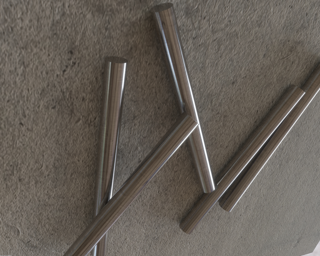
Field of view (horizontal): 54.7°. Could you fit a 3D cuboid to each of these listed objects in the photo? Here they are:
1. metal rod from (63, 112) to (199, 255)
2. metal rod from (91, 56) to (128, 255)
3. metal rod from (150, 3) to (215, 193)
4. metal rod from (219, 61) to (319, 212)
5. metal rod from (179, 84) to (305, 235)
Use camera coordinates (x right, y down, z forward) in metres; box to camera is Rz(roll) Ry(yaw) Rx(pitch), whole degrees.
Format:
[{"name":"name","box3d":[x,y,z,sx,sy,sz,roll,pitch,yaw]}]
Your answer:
[{"name":"metal rod","box3d":[-0.056,0.101,0.405,0.299,0.025,0.025,-50,129,6]},{"name":"metal rod","box3d":[-0.070,0.057,0.403,0.025,0.025,0.298,-5,121,-26]},{"name":"metal rod","box3d":[0.040,-0.015,0.418,0.025,0.025,0.299,-28,128,-11]},{"name":"metal rod","box3d":[0.192,0.019,0.523,0.025,0.025,0.299,21,107,-36]},{"name":"metal rod","box3d":[0.130,0.057,0.512,0.025,0.025,0.299,28,103,-38]}]
